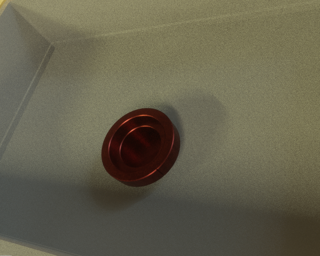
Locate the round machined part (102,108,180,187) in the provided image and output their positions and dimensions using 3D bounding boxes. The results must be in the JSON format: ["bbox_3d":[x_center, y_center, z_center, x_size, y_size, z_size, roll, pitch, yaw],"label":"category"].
[{"bbox_3d":[-0.020,0.027,0.387,0.098,0.042,0.098,-13,56,20],"label":"round machined part"}]
